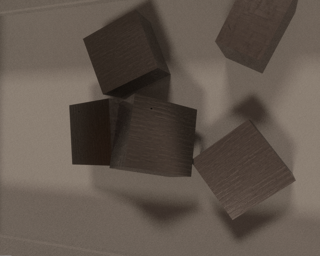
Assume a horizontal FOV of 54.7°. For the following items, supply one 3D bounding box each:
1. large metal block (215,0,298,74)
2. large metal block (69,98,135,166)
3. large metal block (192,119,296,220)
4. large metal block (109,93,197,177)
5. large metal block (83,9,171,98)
[{"bbox_3d":[0.109,-0.113,0.343,0.050,0.080,0.080,29,99,17],"label":"large metal block"},{"bbox_3d":[-0.073,0.006,0.409,0.080,0.050,0.079,-4,88,40],"label":"large metal block"},{"bbox_3d":[0.097,0.046,0.363,0.080,0.050,0.080,-38,78,15],"label":"large metal block"},{"bbox_3d":[-0.007,0.012,0.364,0.050,0.081,0.080,-19,62,61],"label":"large metal block"},{"bbox_3d":[-0.043,-0.095,0.411,0.080,0.050,0.080,-23,83,18],"label":"large metal block"}]
